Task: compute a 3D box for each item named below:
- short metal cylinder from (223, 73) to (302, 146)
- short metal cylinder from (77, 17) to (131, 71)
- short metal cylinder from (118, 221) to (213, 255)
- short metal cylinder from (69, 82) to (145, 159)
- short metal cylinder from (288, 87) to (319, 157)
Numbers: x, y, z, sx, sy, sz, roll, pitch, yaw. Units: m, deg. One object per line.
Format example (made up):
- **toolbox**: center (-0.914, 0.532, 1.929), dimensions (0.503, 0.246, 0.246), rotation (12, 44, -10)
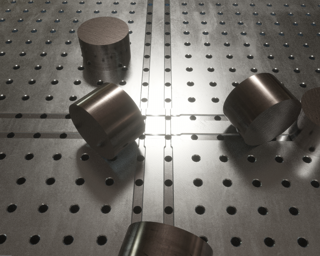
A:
- **short metal cylinder**: center (0.128, -0.023, 0.393), dimensions (0.081, 0.080, 0.050), rotation (-18, 53, -15)
- **short metal cylinder**: center (-0.090, -0.138, 0.507), dimensions (0.081, 0.050, 0.080), rotation (0, 50, 0)
- **short metal cylinder**: center (0.002, 0.123, 0.268), dimensions (0.080, 0.080, 0.050), rotation (13, 51, 10)
- **short metal cylinder**: center (-0.065, -0.008, 0.378), dimensions (0.080, 0.080, 0.050), rotation (35, 58, 25)
- **short metal cylinder**: center (0.215, -0.008, 0.401), dimensions (0.081, 0.050, 0.080), rotation (0, 50, 0)
